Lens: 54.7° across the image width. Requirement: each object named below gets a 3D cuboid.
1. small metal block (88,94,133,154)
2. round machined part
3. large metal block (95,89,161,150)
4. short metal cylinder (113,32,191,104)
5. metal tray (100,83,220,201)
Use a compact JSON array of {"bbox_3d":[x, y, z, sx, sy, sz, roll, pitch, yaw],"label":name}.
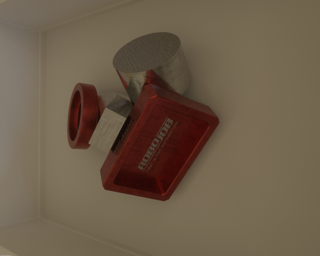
[{"bbox_3d":[-0.055,-0.006,0.365,0.025,0.050,0.050,28,113,-4],"label":"small metal block"},{"bbox_3d":[-0.107,-0.016,0.464,0.098,0.042,0.098,-19,68,60],"label":"round machined part"},{"bbox_3d":[-0.041,-0.004,0.420,0.080,0.050,0.079,19,102,38],"label":"large metal block"},{"bbox_3d":[-0.008,-0.070,0.366,0.080,0.080,0.050,21,147,38],"label":"short metal cylinder"},{"bbox_3d":[-0.003,0.023,0.361,0.129,0.091,0.030,-60,29,22],"label":"metal tray"}]
